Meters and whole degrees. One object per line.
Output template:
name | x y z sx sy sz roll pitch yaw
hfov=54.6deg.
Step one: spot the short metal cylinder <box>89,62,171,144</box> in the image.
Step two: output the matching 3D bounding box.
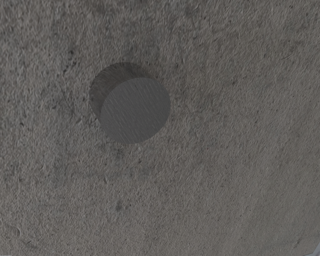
short metal cylinder | -0.035 -0.029 0.353 0.081 0.050 0.080 -14 124 -21
